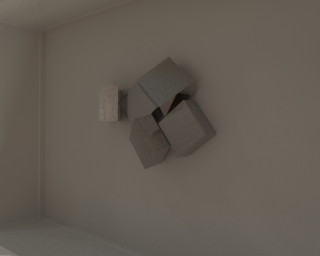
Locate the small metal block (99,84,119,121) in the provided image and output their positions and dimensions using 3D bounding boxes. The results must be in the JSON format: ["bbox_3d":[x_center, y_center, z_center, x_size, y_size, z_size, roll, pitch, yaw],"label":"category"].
[{"bbox_3d":[-0.072,-0.034,0.444,0.050,0.025,0.050,-177,88,-83],"label":"small metal block"}]

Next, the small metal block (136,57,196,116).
[{"bbox_3d":[0.008,-0.051,0.381,0.050,0.025,0.050,-37,62,-5],"label":"small metal block"}]

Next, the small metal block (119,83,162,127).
[{"bbox_3d":[-0.023,-0.031,0.421,0.050,0.025,0.050,-45,64,30],"label":"small metal block"}]

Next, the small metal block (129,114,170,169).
[{"bbox_3d":[-0.015,0.018,0.400,0.050,0.025,0.050,60,155,22],"label":"small metal block"}]

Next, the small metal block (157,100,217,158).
[{"bbox_3d":[0.032,0.001,0.377,0.050,0.025,0.050,-43,64,31],"label":"small metal block"}]
